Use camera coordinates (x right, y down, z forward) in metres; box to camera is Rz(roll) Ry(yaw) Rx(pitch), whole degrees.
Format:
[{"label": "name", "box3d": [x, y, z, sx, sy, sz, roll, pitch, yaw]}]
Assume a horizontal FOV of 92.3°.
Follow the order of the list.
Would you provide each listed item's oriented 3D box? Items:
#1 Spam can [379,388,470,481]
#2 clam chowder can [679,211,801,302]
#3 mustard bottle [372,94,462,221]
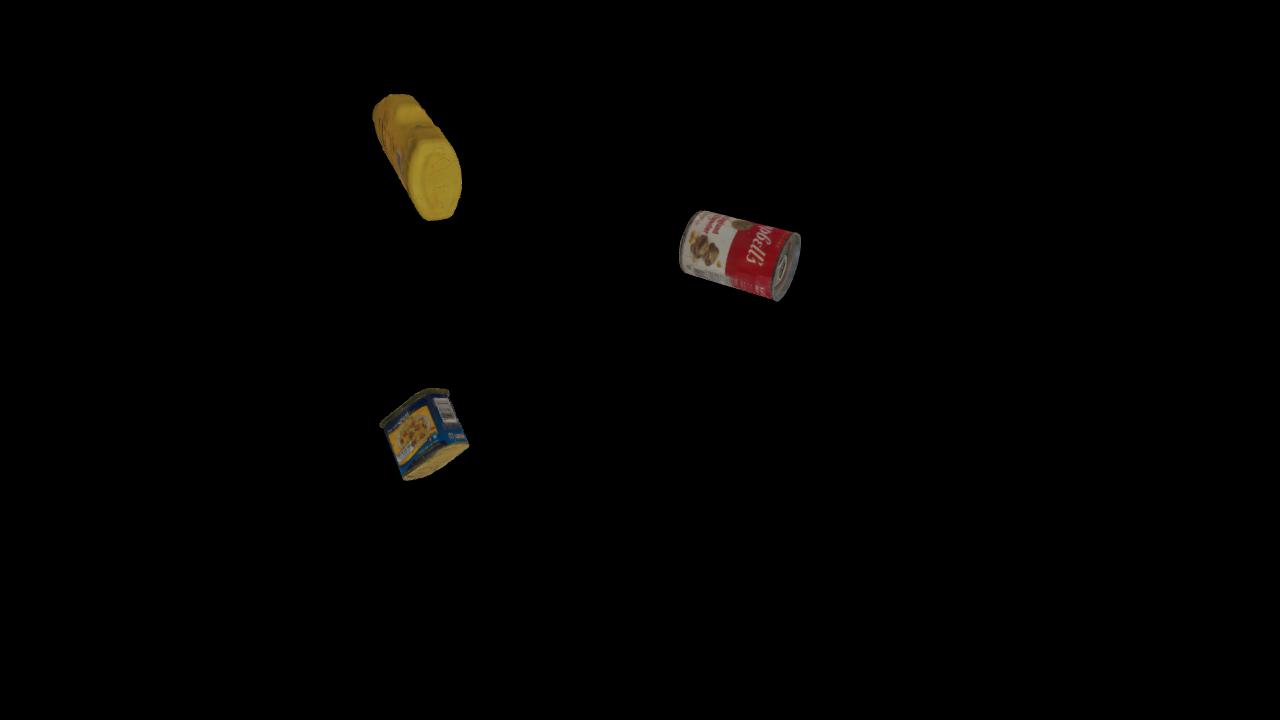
[{"label": "Spam can", "box3d": [-0.285, 0.100, 0.817, 0.101, 0.085, 0.058, -35, -19, 20]}, {"label": "clam chowder can", "box3d": [0.098, -0.104, 0.606, 0.102, 0.068, 0.068, 20, 9, 25]}, {"label": "mustard bottle", "box3d": [-0.248, -0.233, 0.661, 0.054, 0.092, 0.184, -21, 51, -24]}]
